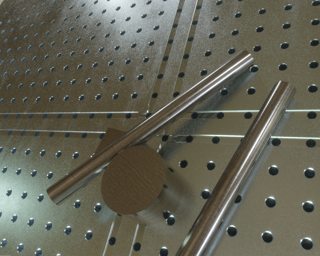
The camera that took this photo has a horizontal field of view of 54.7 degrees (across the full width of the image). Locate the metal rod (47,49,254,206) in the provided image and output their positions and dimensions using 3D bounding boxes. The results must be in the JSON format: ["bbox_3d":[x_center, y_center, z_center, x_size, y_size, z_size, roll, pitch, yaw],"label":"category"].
[{"bbox_3d":[-0.007,-0.004,0.388,0.301,0.025,0.025,-36,51,-6],"label":"metal rod"}]

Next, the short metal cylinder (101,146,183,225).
[{"bbox_3d":[-0.020,0.067,0.360,0.080,0.050,0.080,-13,56,20],"label":"short metal cylinder"}]

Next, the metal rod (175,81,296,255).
[{"bbox_3d":[0.065,0.075,0.327,0.025,0.025,0.300,24,74,36],"label":"metal rod"}]

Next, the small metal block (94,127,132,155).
[{"bbox_3d":[-0.056,0.031,0.417,0.050,0.025,0.050,13,68,33],"label":"small metal block"}]
